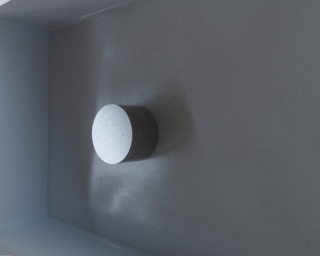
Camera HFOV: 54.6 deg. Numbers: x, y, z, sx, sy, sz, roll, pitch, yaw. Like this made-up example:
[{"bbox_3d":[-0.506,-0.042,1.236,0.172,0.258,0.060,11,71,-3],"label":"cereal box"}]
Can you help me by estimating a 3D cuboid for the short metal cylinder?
[{"bbox_3d":[-0.049,0.008,0.433,0.080,0.050,0.080,0,90,40],"label":"short metal cylinder"}]
